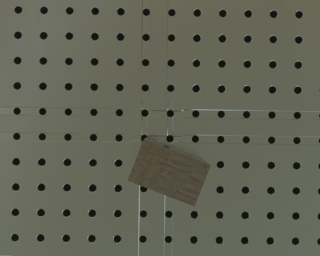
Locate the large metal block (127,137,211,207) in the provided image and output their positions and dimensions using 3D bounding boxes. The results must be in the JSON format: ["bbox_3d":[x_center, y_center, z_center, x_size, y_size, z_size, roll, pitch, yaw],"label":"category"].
[{"bbox_3d":[0.010,0.050,0.386,0.080,0.080,0.050,21,90,0],"label":"large metal block"}]
